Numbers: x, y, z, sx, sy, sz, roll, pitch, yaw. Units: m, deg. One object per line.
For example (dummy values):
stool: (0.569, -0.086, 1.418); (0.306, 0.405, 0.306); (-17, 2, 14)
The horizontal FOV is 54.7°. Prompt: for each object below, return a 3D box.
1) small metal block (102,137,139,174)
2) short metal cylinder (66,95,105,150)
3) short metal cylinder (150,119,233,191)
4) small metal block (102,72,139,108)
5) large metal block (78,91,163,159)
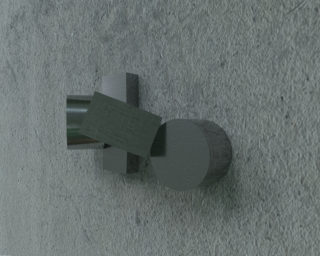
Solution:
small metal block: (-0.057, 0.037, 0.450); (0.050, 0.025, 0.050); (4, 92, 39)
short metal cylinder: (-0.109, -0.008, 0.454); (0.080, 0.050, 0.079); (180, 89, -75)
short metal cylinder: (0.036, 0.029, 0.359); (0.080, 0.050, 0.079); (0, 90, 39)
small metal block: (-0.058, -0.051, 0.451); (0.050, 0.025, 0.050); (-1, 89, 39)
large metal block: (-0.047, -0.002, 0.383); (0.080, 0.080, 0.050); (21, 87, -5)
